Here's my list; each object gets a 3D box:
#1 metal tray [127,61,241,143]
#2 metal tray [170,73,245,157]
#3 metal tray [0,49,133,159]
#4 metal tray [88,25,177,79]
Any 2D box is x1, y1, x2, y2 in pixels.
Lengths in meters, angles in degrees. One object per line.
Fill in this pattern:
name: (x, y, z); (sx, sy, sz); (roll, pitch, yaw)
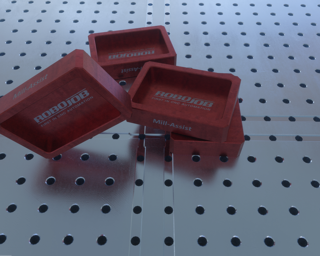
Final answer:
metal tray: (0.029, -0.037, 0.394); (0.130, 0.030, 0.090); (13, 52, 14)
metal tray: (0.061, -0.023, 0.425); (0.091, 0.030, 0.130); (3, 50, 1)
metal tray: (-0.109, -0.020, 0.345); (0.130, 0.090, 0.030); (-26, 48, 18)
metal tray: (-0.047, -0.125, 0.508); (0.131, 0.030, 0.090); (-10, 51, -9)
